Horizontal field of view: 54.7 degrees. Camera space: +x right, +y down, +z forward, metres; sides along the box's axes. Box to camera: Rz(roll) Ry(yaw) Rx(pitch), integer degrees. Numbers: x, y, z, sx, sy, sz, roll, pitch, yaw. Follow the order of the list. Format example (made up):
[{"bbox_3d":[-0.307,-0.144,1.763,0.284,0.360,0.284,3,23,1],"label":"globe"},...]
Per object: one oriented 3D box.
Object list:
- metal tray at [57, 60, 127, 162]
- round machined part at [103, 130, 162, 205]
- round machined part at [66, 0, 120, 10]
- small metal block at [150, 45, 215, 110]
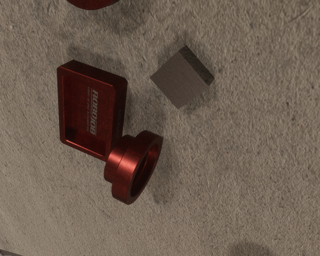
[{"bbox_3d":[-0.098,-0.021,0.439,0.090,0.030,0.129,21,126,15],"label":"metal tray"},{"bbox_3d":[-0.038,0.047,0.407,0.042,0.098,0.097,23,127,14],"label":"round machined part"},{"bbox_3d":[-0.069,-0.177,0.321,0.098,0.042,0.097,13,124,20],"label":"round machined part"},{"bbox_3d":[0.025,-0.058,0.357,0.050,0.025,0.050,48,128,-6],"label":"small metal block"}]
